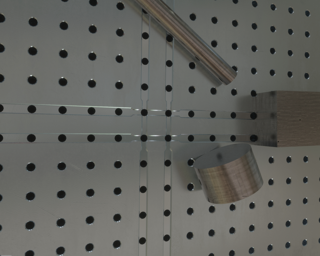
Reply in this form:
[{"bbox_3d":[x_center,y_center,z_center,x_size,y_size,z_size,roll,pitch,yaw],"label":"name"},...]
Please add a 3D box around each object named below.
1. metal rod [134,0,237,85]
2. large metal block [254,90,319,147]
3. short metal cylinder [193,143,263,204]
[{"bbox_3d":[-0.010,-0.163,0.408,0.301,0.025,0.025,39,78,-16],"label":"metal rod"},{"bbox_3d":[0.193,-0.014,0.470,0.081,0.050,0.080,-1,90,-20],"label":"large metal block"},{"bbox_3d":[0.091,0.059,0.417,0.081,0.080,0.050,-24,98,-18],"label":"short metal cylinder"}]
